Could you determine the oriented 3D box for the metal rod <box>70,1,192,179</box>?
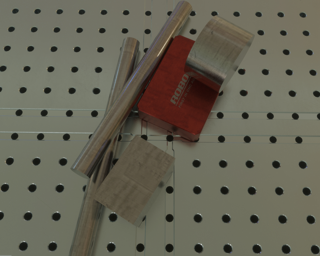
[{"bbox_3d":[-0.026,-0.067,0.417,0.025,0.025,0.300,25,65,8],"label":"metal rod"}]

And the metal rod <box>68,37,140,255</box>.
[{"bbox_3d":[-0.067,0.012,0.406,0.025,0.025,0.299,9,70,3],"label":"metal rod"}]

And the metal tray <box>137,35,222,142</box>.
[{"bbox_3d":[0.036,-0.057,0.430,0.090,0.030,0.130,24,72,8],"label":"metal tray"}]

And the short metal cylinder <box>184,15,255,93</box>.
[{"bbox_3d":[0.073,-0.090,0.384,0.050,0.080,0.080,33,73,11],"label":"short metal cylinder"}]

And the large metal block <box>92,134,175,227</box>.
[{"bbox_3d":[-0.026,0.065,0.359,0.050,0.080,0.080,31,73,10],"label":"large metal block"}]
